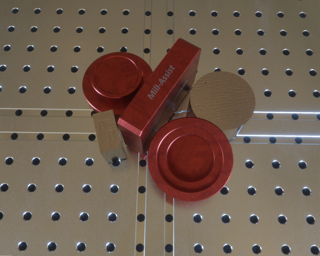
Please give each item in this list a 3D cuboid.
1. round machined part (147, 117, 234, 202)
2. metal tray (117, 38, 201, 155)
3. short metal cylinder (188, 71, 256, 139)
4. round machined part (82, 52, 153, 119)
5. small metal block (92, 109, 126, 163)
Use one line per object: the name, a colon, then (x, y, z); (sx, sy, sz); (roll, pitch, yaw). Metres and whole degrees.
round machined part: (0.037, 0.035, 0.374); (0.098, 0.042, 0.097); (0, 91, 10)
metal tray: (0.001, -0.036, 0.386); (0.030, 0.090, 0.130); (31, 73, 10)
short metal cylinder: (0.077, -0.027, 0.404); (0.081, 0.050, 0.080); (0, 70, 0)
round machined part: (-0.056, -0.063, 0.420); (0.099, 0.042, 0.098); (0, 70, 0)
small metal block: (-0.063, 0.011, 0.389); (0.025, 0.050, 0.050); (-14, 71, -5)
